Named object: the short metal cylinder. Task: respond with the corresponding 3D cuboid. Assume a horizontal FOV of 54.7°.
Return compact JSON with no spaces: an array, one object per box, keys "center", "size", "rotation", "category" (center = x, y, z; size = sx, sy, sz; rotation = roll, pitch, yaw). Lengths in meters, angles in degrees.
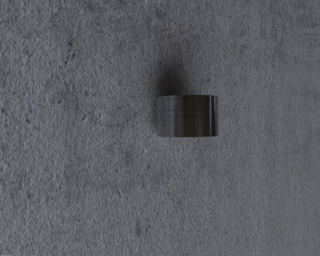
[{"center":[0.036,-0.015,0.403],"size":[0.081,0.080,0.050],"rotation":[-1,91,-40],"category":"short metal cylinder"}]
